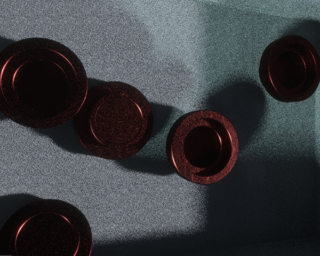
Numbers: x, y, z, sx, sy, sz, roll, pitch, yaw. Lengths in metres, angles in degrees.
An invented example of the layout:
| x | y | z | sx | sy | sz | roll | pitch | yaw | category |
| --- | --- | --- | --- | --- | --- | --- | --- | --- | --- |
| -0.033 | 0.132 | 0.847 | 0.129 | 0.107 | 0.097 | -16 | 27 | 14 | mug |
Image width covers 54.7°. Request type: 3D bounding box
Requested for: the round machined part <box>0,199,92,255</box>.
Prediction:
| x | y | z | sx | sy | sz | roll | pitch | yaw | category |
| --- | --- | --- | --- | --- | --- | --- | --- | --- | --- |
| -0.123 | 0.124 | 0.334 | 0.099 | 0.042 | 0.098 | 9 | 59 | -14 | round machined part |

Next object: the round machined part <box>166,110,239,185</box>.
| x | y | z | sx | sy | sz | roll | pitch | yaw | category |
| --- | --- | --- | --- | --- | --- | --- | --- | --- | --- |
| 0.053 | 0.025 | 0.421 | 0.099 | 0.042 | 0.097 | 0 | 90 | -20 | round machined part |

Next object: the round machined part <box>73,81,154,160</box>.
| x | y | z | sx | sy | sz | roll | pitch | yaw | category |
| --- | --- | --- | --- | --- | --- | --- | --- | --- | --- |
| -0.054 | -0.009 | 0.381 | 0.099 | 0.042 | 0.097 | 0 | 90 | -20 | round machined part |

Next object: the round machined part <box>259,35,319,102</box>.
| x | y | z | sx | sy | sz | roll | pitch | yaw | category |
| --- | --- | --- | --- | --- | --- | --- | --- | --- | --- |
| 0.192 | -0.087 | 0.472 | 0.099 | 0.042 | 0.097 | 0 | 90 | -20 | round machined part |

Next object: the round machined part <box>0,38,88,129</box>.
| x | y | z | sx | sy | sz | roll | pitch | yaw | category |
| --- | --- | --- | --- | --- | --- | --- | --- | --- | --- |
| -0.133 | -0.048 | 0.350 | 0.099 | 0.042 | 0.097 | 0 | 89 | -16 | round machined part |
